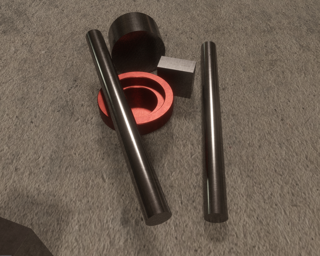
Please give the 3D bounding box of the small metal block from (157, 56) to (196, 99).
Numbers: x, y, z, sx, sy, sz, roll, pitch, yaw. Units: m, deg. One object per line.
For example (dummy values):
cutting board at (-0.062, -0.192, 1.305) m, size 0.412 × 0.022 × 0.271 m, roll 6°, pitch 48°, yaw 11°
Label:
small metal block at (0.024, -0.073, 0.449) m, size 0.050 × 0.050 × 0.025 m, roll 11°, pitch 51°, yaw 9°

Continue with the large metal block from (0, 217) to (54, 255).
large metal block at (-0.149, 0.113, 0.270) m, size 0.080 × 0.080 × 0.050 m, roll 15°, pitch 52°, yaw 12°

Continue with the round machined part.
round machined part at (-0.031, -0.028, 0.415) m, size 0.099 × 0.042 × 0.098 m, roll 0°, pitch 50°, yaw 0°

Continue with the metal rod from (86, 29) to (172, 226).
metal rod at (-0.049, -0.027, 0.370) m, size 0.025 × 0.025 × 0.299 m, roll -14°, pitch 52°, yaw -12°

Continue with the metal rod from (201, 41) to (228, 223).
metal rod at (0.070, -0.020, 0.420) m, size 0.025 × 0.025 × 0.300 m, roll 4°, pitch 50°, yaw 2°

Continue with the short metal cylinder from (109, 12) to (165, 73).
short metal cylinder at (-0.036, -0.128, 0.475) m, size 0.081 × 0.080 × 0.050 m, roll -9°, pitch 51°, yaw -8°
